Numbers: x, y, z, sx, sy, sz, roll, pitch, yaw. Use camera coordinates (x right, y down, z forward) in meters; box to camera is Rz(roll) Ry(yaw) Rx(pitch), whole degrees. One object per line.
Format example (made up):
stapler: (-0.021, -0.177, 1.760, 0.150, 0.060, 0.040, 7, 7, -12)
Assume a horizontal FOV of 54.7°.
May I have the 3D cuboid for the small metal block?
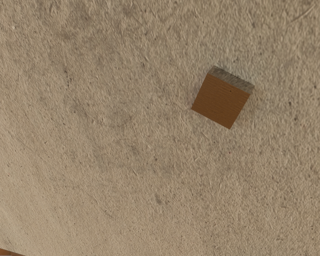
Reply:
small metal block: (0.070, -0.034, 0.349, 0.050, 0.025, 0.050, 29, 128, 9)
